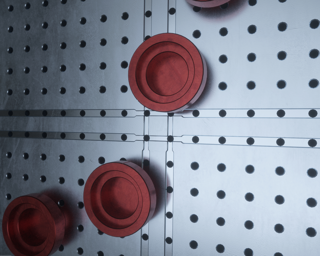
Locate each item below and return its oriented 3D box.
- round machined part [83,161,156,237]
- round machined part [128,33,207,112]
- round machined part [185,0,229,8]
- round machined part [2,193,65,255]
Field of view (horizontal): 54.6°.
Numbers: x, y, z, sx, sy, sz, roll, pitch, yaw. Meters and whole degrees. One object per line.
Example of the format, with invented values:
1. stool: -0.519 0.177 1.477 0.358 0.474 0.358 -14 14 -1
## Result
1. round machined part: -0.051 0.093 0.422 0.098 0.042 0.097 0 90 20
2. round machined part: 0.012 -0.068 0.400 0.098 0.042 0.097 0 90 20
3. round machined part: 0.064 -0.197 0.381 0.098 0.042 0.097 0 90 20
4. round machined part: -0.185 0.147 0.470 0.098 0.042 0.097 0 90 20
